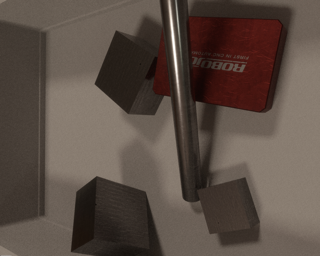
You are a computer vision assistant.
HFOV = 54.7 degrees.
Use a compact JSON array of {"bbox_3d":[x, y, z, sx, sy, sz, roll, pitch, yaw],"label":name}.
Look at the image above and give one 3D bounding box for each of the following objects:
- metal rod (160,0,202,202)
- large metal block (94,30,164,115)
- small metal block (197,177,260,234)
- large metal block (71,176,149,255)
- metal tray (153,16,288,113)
[{"bbox_3d":[0.021,-0.051,0.310,0.025,0.025,0.298,15,124,39],"label":"metal rod"},{"bbox_3d":[-0.032,-0.072,0.415,0.080,0.050,0.079,41,115,32],"label":"large metal block"},{"bbox_3d":[0.075,0.086,0.344,0.050,0.025,0.050,-24,75,37],"label":"small metal block"},{"bbox_3d":[-0.063,0.119,0.404,0.050,0.080,0.080,-38,42,33],"label":"large metal block"},{"bbox_3d":[0.060,-0.071,0.338,0.130,0.030,0.089,13,99,28],"label":"metal tray"}]
